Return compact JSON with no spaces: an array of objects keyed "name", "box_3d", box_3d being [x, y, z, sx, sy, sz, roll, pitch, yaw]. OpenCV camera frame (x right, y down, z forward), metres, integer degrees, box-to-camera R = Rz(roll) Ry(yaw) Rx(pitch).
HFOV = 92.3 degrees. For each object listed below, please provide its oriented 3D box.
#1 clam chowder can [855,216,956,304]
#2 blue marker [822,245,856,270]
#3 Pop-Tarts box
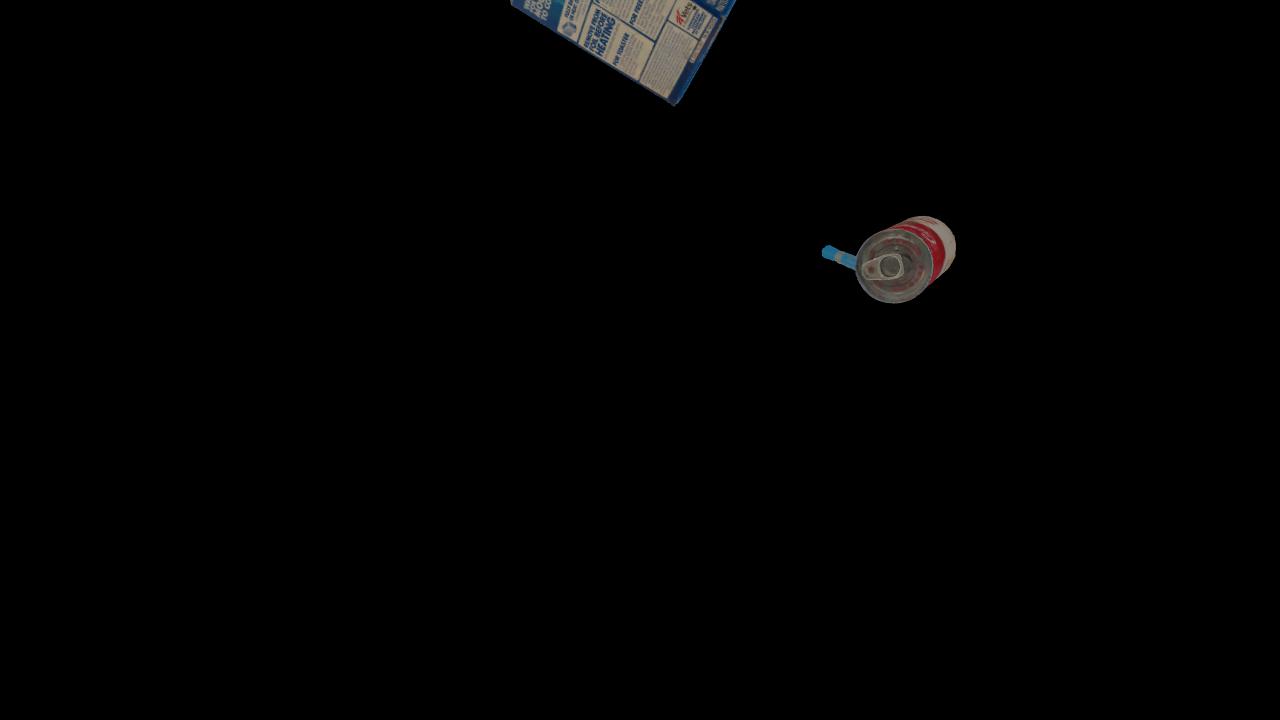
[{"name":"clam chowder can","box_3d":[0.255,-0.098,0.586,0.068,0.068,0.102,0,17,39]},{"name":"blue marker","box_3d":[0.289,-0.130,0.825,0.020,0.020,0.121,0,25,-31]},{"name":"Pop-Tarts box","box_3d":[0.008,-0.300,0.459,0.141,0.167,0.083,29,-34,-8]}]
